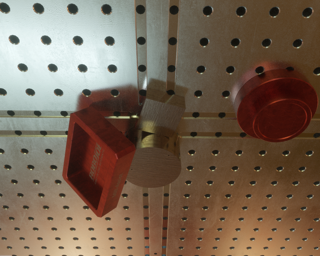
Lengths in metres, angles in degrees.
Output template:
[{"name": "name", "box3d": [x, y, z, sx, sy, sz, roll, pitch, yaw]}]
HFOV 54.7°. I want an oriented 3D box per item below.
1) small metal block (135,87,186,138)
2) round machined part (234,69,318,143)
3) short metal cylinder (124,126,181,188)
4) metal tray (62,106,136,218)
[{"name": "small metal block", "box3d": [0.000, -0.019, 0.395, 0.050, 0.025, 0.050, 14, 129, -12]}, {"name": "round machined part", "box3d": [0.146, -0.020, 0.385, 0.099, 0.042, 0.097, 0, 130, 0]}, {"name": "short metal cylinder", "box3d": [-0.012, 0.038, 0.427, 0.081, 0.050, 0.079, 0, 130, 0]}, {"name": "metal tray", "box3d": [-0.086, 0.047, 0.412, 0.090, 0.030, 0.129, 40, 132, 23]}]
